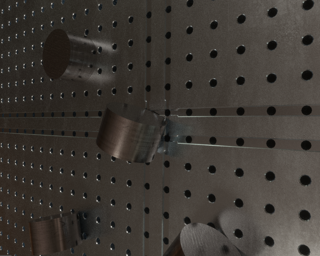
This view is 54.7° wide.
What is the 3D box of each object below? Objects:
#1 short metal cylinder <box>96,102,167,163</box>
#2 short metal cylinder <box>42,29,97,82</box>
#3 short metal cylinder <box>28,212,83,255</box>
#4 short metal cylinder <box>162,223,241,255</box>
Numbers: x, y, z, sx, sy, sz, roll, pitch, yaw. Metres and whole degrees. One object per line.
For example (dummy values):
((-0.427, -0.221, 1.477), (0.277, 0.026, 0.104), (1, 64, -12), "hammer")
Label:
((-0.037, 0.004, 0.402), (0.080, 0.081, 0.050), (30, 109, 35), "short metal cylinder")
((-0.151, -0.118, 0.514), (0.080, 0.050, 0.079), (0, 90, 39), "short metal cylinder")
((-0.173, 0.172, 0.513), (0.080, 0.081, 0.050), (-16, 80, 38), "short metal cylinder")
((0.045, 0.151, 0.335), (0.080, 0.081, 0.050), (44, 117, 30), "short metal cylinder")
